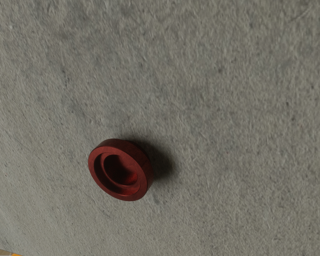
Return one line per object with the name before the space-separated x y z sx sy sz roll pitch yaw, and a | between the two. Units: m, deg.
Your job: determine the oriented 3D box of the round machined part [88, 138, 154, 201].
round machined part | -0.053 0.057 0.457 0.098 0.042 0.097 13 124 20
